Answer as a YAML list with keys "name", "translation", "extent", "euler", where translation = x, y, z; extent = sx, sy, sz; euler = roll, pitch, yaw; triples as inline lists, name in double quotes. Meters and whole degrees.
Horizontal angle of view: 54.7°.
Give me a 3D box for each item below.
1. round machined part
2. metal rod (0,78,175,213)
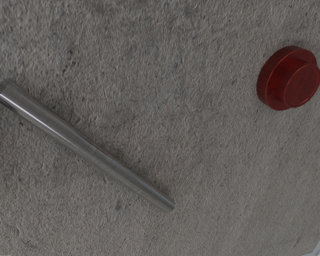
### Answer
- name: "round machined part"
  translation: [0.197, -0.069, 0.461]
  extent: [0.099, 0.042, 0.097]
  euler: [-14, 124, -21]
- name: "metal rod"
  translation: [-0.070, 0.042, 0.394]
  extent: [0.025, 0.025, 0.300]
  euler: [-44, 130, 2]
